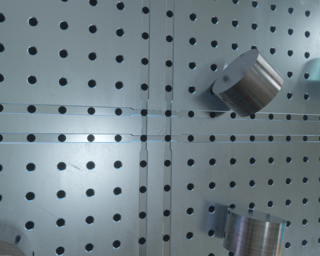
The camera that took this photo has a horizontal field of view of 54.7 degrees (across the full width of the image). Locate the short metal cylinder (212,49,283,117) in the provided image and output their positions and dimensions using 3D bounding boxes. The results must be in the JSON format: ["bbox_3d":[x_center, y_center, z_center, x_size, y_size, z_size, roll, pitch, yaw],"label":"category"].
[{"bbox_3d":[0.120,-0.062,0.427,0.050,0.080,0.080,41,77,-16],"label":"short metal cylinder"}]

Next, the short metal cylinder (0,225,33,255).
[{"bbox_3d":[-0.181,0.152,0.333,0.081,0.050,0.079,0,90,-20],"label":"short metal cylinder"}]

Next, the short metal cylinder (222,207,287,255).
[{"bbox_3d":[0.130,0.146,0.432,0.081,0.080,0.050,12,86,-20],"label":"short metal cylinder"}]
